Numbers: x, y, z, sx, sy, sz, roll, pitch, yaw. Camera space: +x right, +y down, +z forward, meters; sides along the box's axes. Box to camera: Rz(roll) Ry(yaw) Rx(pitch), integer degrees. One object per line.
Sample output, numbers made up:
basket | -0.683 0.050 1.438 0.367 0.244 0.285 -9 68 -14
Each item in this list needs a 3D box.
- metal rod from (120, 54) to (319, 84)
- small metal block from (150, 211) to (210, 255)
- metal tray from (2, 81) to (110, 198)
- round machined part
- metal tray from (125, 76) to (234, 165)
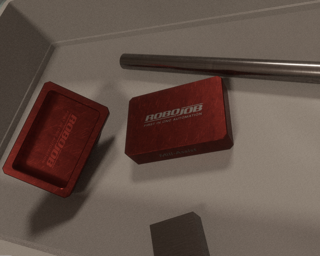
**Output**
metal rod | 0.068 -0.084 0.420 0.300 0.025 0.025 11 67 32
small metal block | 0.021 0.121 0.320 0.050 0.025 0.050 -22 54 14
metal tray | -0.134 0.015 0.412 0.090 0.030 0.130 25 85 -6
round machined part | -0.140 0.002 0.465 0.098 0.042 0.098 -13 56 20
metal tray | 0.022 -0.009 0.395 0.130 0.030 0.090 -12 57 21
